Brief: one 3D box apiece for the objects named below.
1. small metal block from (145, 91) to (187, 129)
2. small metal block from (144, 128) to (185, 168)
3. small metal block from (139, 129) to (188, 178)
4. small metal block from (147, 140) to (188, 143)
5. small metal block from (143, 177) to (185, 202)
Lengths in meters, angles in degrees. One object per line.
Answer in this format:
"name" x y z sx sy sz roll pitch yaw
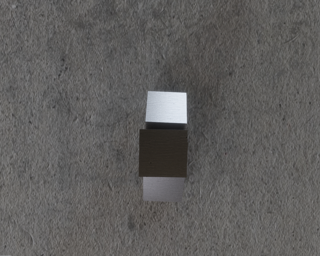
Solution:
"small metal block" 0.008 -0.020 0.399 0.050 0.025 0.050 3 54 0
"small metal block" 0.006 0.026 0.412 0.050 0.025 0.050 2 90 -1
"small metal block" 0.003 0.027 0.336 0.050 0.025 0.050 1 90 -1
"small metal block" 0.006 0.027 0.373 0.050 0.050 0.025 2 90 -1
"small metal block" 0.004 0.069 0.399 0.050 0.025 0.050 2 131 -1
